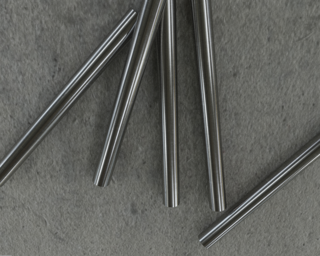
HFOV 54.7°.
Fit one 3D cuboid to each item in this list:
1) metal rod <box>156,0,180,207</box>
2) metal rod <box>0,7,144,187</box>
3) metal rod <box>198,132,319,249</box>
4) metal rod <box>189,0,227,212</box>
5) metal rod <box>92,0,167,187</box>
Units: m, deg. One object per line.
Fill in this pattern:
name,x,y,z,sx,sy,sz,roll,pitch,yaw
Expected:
metal rod,0.011,-0.032,0.398,0.025,0.025,0.298,-2,110,0
metal rod,-0.127,-0.029,0.397,0.025,0.025,0.299,41,105,-14
metal rod,0.169,0.071,0.438,0.025,0.025,0.299,41,105,-14
metal rod,0.064,-0.024,0.402,0.025,0.025,0.298,-8,110,2
metal rod,-0.037,-0.052,0.374,0.025,0.025,0.298,17,115,-7
